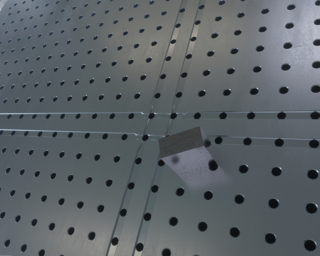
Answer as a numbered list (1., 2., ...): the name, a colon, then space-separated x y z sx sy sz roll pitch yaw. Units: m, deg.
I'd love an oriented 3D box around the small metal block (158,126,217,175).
1. small metal block: 0.033 0.027 0.359 0.050 0.050 0.025 -19 55 17
